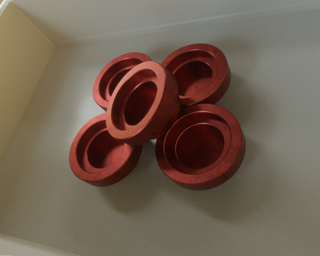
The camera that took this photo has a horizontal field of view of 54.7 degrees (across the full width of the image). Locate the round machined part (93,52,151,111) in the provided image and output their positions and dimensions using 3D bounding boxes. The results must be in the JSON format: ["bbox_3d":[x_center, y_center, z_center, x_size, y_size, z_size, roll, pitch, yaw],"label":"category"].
[{"bbox_3d":[-0.045,-0.059,0.450,0.098,0.042,0.098,-13,56,20],"label":"round machined part"}]

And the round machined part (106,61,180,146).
[{"bbox_3d":[-0.016,-0.025,0.360,0.098,0.042,0.098,-25,51,36],"label":"round machined part"}]

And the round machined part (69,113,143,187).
[{"bbox_3d":[-0.066,0.031,0.407,0.098,0.042,0.098,-13,56,20],"label":"round machined part"}]

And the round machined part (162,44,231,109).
[{"bbox_3d":[0.044,-0.059,0.405,0.098,0.042,0.098,-13,56,20],"label":"round machined part"}]

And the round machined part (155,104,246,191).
[{"bbox_3d":[0.048,0.024,0.352,0.098,0.042,0.098,-13,56,20],"label":"round machined part"}]
